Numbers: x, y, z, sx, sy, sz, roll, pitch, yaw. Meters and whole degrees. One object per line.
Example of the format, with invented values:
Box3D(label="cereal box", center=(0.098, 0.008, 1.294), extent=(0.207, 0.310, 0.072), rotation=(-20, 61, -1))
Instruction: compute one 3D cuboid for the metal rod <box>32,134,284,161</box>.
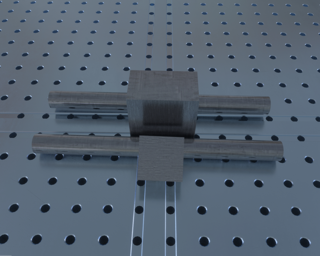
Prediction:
Box3D(label="metal rod", center=(-0.003, 0.024, 0.383), extent=(0.302, 0.025, 0.025), rotation=(2, 50, 1))

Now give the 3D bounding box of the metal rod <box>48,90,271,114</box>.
Box3D(label="metal rod", center=(-0.001, -0.036, 0.432), extent=(0.302, 0.025, 0.025), rotation=(2, 50, 1))

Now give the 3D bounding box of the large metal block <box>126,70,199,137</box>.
Box3D(label="large metal block", center=(0.004, -0.024, 0.386), extent=(0.081, 0.080, 0.050), rotation=(1, 50, 1))

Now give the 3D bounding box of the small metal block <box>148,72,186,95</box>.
Box3D(label="small metal block", center=(0.009, -0.064, 0.442), extent=(0.050, 0.025, 0.050), rotation=(1, 16, 0))

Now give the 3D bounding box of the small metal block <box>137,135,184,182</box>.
Box3D(label="small metal block", center=(0.001, 0.035, 0.358), extent=(0.050, 0.025, 0.050), rotation=(2, 87, 1))
